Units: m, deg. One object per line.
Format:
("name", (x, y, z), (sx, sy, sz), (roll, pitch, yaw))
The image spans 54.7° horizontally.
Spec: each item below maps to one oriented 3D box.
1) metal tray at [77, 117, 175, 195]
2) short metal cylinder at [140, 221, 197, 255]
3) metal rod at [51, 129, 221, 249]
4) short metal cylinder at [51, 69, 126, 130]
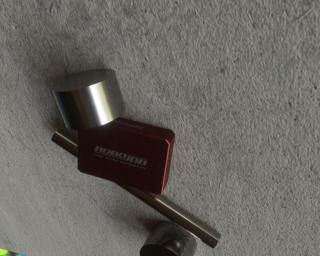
("metal tray", (-0.050, 0.034, 0.435), (0.131, 0.030, 0.089), (14, 118, 12))
("short metal cylinder", (0.014, 0.200, 0.507), (0.080, 0.050, 0.079), (13, 124, 21))
("metal rod", (-0.041, 0.091, 0.484), (0.301, 0.025, 0.025), (32, 129, 7))
("short metal cylinder", (-0.089, -0.039, 0.395), (0.080, 0.080, 0.050), (1, 119, 28))
